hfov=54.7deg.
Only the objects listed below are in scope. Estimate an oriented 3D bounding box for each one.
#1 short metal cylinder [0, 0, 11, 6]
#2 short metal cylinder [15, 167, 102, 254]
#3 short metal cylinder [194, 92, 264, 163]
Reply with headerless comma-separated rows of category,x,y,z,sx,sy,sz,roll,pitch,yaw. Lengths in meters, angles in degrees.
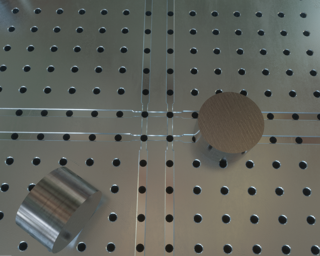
short metal cylinder,-0.271,-0.238,0.483,0.081,0.050,0.080,0,70,0
short metal cylinder,-0.111,0.091,0.348,0.050,0.080,0.080,33,73,11
short metal cylinder,0.086,0.000,0.399,0.081,0.050,0.080,0,70,0
